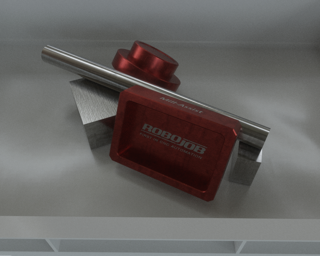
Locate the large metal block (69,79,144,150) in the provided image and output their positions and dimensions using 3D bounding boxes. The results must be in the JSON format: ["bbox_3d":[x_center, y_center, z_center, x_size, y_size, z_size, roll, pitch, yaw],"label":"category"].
[{"bbox_3d":[-0.066,-0.028,0.409,0.081,0.050,0.080,-18,52,-15],"label":"large metal block"}]

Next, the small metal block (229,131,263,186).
[{"bbox_3d":[0.101,0.031,0.362,0.025,0.050,0.050,11,51,9],"label":"small metal block"}]

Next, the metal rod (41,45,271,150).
[{"bbox_3d":[-0.019,-0.044,0.374,0.301,0.025,0.025,23,54,18],"label":"metal rod"}]

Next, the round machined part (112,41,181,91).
[{"bbox_3d":[-0.013,-0.087,0.431,0.098,0.042,0.098,26,20,-10],"label":"round machined part"}]

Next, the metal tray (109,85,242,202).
[{"bbox_3d":[0.012,0.015,0.344,0.130,0.089,0.030,21,26,16],"label":"metal tray"}]
